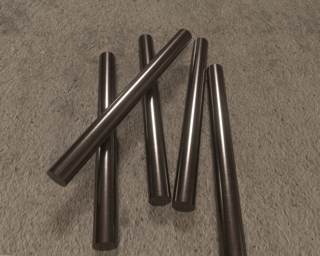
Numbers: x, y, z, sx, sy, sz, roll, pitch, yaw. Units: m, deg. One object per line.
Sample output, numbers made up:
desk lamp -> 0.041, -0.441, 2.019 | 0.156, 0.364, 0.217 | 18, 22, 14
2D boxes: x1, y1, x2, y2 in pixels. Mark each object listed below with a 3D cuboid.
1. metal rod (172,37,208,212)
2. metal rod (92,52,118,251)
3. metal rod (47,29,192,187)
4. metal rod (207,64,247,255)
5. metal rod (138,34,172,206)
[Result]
metal rod -> 0.047, -0.029, 0.427 | 0.025, 0.025, 0.300 | 7, 50, 5
metal rod -> -0.069, 0.002, 0.400 | 0.025, 0.025, 0.300 | -4, 50, -4
metal rod -> -0.034, -0.047, 0.407 | 0.025, 0.025, 0.301 | 24, 54, 18
metal rod -> 0.078, 0.025, 0.382 | 0.025, 0.025, 0.300 | 2, 50, 1
metal rod -> -0.012, -0.035, 0.432 | 0.025, 0.025, 0.300 | -3, 50, -3
